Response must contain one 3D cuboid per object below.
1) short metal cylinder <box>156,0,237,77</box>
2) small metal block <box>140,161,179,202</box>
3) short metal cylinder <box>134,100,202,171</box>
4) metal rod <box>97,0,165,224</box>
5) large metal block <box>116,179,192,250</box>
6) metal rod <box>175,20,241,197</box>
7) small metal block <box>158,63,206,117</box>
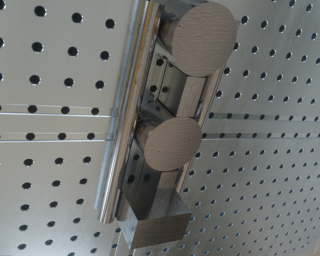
[{"bbox_3d":[0.038,-0.104,0.351,0.081,0.050,0.079,-14,124,-21],"label":"short metal cylinder"},{"bbox_3d":[-0.003,0.067,0.434,0.025,0.050,0.050,0,118,-29],"label":"small metal block"},{"bbox_3d":[0.007,0.009,0.404,0.081,0.050,0.079,-14,124,-21],"label":"short metal cylinder"},{"bbox_3d":[-0.042,-0.001,0.386,0.025,0.025,0.298,1,118,-29],"label":"metal rod"},{"bbox_3d":[-0.014,0.117,0.440,0.081,0.080,0.050,1,118,-29],"label":"large metal block"},{"bbox_3d":[0.050,-0.002,0.436,0.025,0.025,0.298,1,118,-29],"label":"metal rod"},{"bbox_3d":[0.025,-0.047,0.378,0.025,0.050,0.050,1,118,-29],"label":"small metal block"}]
